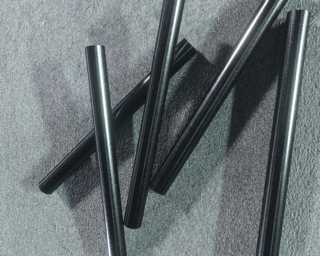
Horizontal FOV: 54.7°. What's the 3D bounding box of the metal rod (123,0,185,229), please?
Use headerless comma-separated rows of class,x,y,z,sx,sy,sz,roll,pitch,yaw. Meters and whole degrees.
metal rod,-0.010,-0.012,0.393,0.025,0.025,0.298,15,102,19

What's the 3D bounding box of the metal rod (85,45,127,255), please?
metal rod,-0.070,0.044,0.413,0.025,0.025,0.298,-3,97,20

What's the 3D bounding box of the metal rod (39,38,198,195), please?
metal rod,-0.067,-0.008,0.432,0.299,0.025,0.025,-43,77,15

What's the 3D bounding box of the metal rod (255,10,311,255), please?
metal rod,0.141,0.018,0.359,0.025,0.025,0.298,7,92,20

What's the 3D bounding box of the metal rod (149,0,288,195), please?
metal rod,0.072,-0.045,0.383,0.025,0.025,0.299,34,101,17
